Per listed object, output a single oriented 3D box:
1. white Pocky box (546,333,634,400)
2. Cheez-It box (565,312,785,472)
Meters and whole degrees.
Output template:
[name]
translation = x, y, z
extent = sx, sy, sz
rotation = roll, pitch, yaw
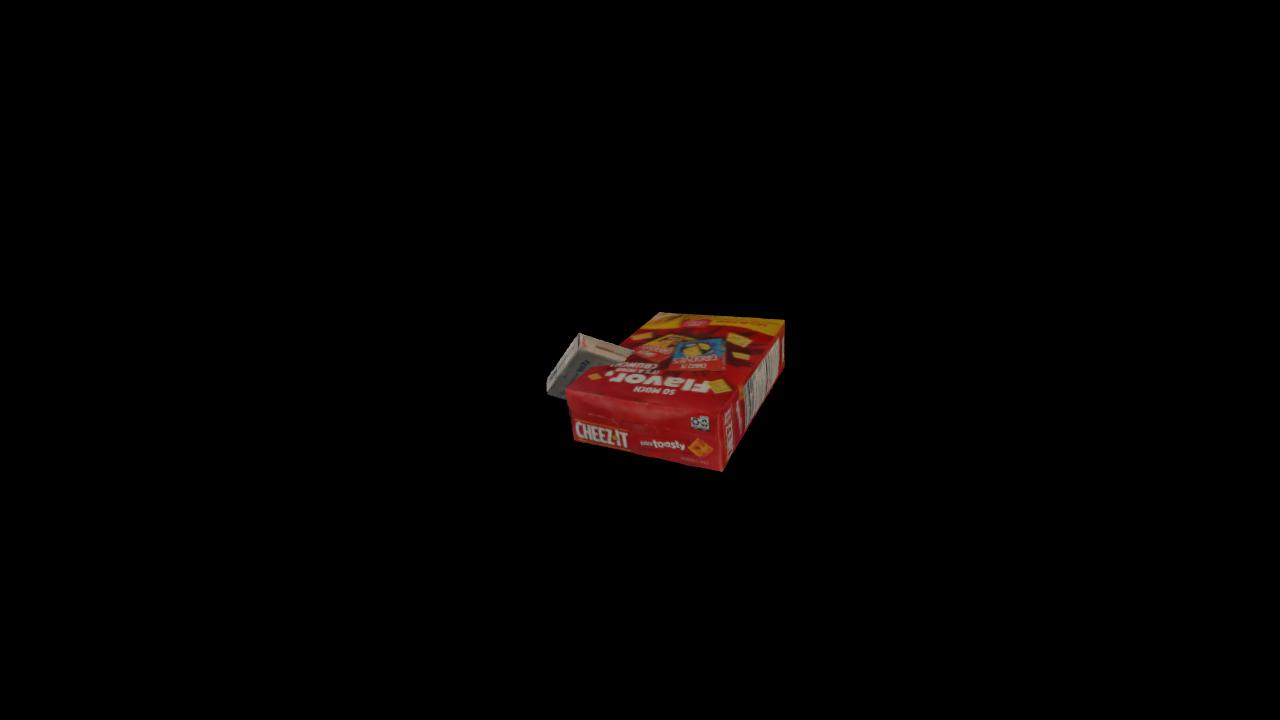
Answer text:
[white Pocky box]
translation = -0.017, 0.026, 0.684
extent = 0.154, 0.028, 0.084
rotation = 18, -47, -24
[Cheez-It box]
translation = 0.049, 0.020, 0.665
extent = 0.166, 0.071, 0.223
rotation = 6, 28, 27
